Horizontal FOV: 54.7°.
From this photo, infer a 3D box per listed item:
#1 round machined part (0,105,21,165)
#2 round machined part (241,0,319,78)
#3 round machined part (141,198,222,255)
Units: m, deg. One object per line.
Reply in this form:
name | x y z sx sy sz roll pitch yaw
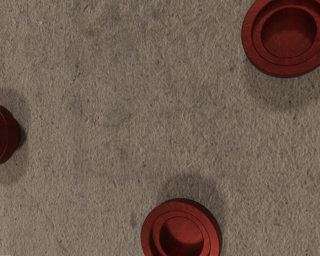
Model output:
round machined part | -0.263 0.011 0.490 0.098 0.042 0.097 0 90 19
round machined part | 0.144 -0.104 0.349 0.098 0.042 0.097 0 90 19
round machined part | 0.029 0.137 0.389 0.098 0.042 0.097 0 90 19
